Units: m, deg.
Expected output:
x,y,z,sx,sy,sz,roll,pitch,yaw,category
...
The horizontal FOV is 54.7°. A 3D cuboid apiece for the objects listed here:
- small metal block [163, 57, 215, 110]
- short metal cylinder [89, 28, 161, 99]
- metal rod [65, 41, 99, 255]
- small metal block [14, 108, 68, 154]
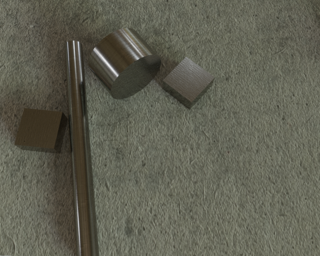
x,y,z,sx,sy,sz,roll,pitch,yaw,category
0.039,-0.062,0.431,0.050,0.025,0.050,39,74,13,small metal block
-0.046,-0.083,0.409,0.080,0.080,0.050,-36,74,-12,short metal cylinder
-0.103,0.019,0.399,0.025,0.025,0.299,-8,70,-3,metal rod
-0.154,0.004,0.405,0.050,0.025,0.050,6,70,1,small metal block
